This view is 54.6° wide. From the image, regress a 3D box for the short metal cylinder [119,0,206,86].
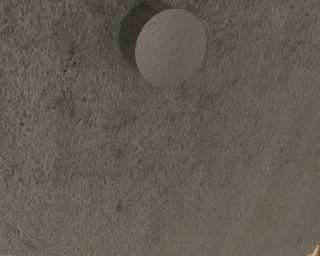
[{"bbox_3d":[0.002,-0.091,0.335,0.081,0.050,0.080,-14,124,-21],"label":"short metal cylinder"}]
